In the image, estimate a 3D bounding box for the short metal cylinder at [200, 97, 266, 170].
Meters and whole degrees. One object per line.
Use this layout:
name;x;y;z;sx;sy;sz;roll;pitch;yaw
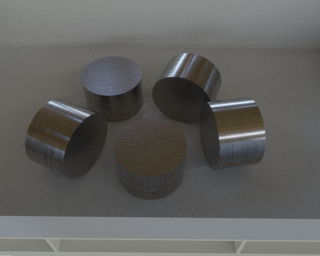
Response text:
short metal cylinder;0.082;0.006;0.363;0.050;0.080;0.080;-7;51;-6

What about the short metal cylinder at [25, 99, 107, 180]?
short metal cylinder;-0.104;0.012;0.355;0.050;0.080;0.080;21;53;17

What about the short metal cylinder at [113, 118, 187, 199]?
short metal cylinder;-0.011;0.034;0.357;0.081;0.050;0.080;0;50;0

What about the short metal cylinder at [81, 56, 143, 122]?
short metal cylinder;-0.065;-0.055;0.432;0.081;0.050;0.080;0;50;0

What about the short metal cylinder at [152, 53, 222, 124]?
short metal cylinder;0.036;-0.052;0.413;0.080;0.080;0.050;17;52;13
